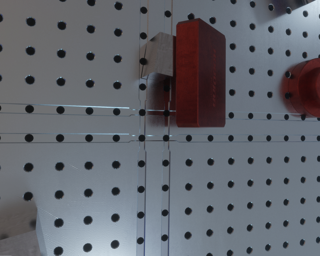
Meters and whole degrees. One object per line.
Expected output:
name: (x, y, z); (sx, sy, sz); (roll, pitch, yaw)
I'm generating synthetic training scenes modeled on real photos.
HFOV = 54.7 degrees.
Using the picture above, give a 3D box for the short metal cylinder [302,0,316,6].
short metal cylinder: (0.256, -0.233, 0.480); (0.081, 0.080, 0.050); (-28, 100, -18)

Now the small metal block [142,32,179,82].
small metal block: (-0.001, -0.090, 0.400); (0.025, 0.050, 0.050); (10, 87, -20)

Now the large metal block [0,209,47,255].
large metal block: (-0.149, 0.141, 0.329); (0.050, 0.080, 0.079); (-12, 94, -20)

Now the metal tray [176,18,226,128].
metal tray: (0.056, -0.065, 0.406); (0.091, 0.030, 0.129); (0, 90, -58)

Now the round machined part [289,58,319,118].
round machined part: (0.263, -0.066, 0.503); (0.099, 0.042, 0.097); (0, 90, -21)
